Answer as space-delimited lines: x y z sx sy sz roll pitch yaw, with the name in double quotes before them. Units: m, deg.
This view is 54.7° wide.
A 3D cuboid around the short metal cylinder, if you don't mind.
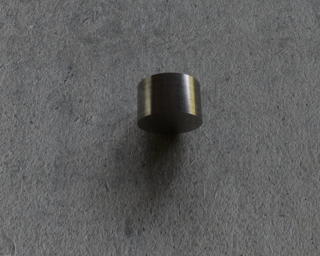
"short metal cylinder" 0.012 -0.028 0.391 0.081 0.080 0.050 -1 70 -1
